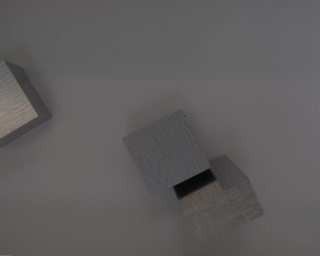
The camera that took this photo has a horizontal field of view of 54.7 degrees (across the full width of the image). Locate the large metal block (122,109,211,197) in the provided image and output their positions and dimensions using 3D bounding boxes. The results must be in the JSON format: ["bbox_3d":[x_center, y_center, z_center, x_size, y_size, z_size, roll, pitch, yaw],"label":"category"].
[{"bbox_3d":[0.008,0.030,0.399,0.080,0.050,0.080,-27,90,0],"label":"large metal block"}]

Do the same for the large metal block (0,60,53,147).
[{"bbox_3d":[-0.202,-0.028,0.397,0.080,0.050,0.080,-31,90,0],"label":"large metal block"}]

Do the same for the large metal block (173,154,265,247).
[{"bbox_3d":[0.067,0.084,0.379,0.080,0.080,0.050,-27,106,0],"label":"large metal block"}]
